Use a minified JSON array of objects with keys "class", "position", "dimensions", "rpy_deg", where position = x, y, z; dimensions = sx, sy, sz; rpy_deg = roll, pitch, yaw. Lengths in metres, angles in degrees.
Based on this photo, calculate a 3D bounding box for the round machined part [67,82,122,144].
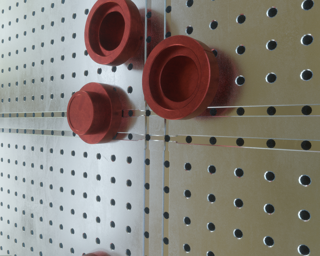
[{"class":"round machined part","position":[-0.109,-0.023,0.485],"dimensions":[0.098,0.042,0.097],"rpy_deg":[0,90,39]}]

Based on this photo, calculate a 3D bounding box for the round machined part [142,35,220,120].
[{"class":"round machined part","position":[0.028,-0.058,0.373],"dimensions":[0.098,0.042,0.097],"rpy_deg":[0,90,39]}]

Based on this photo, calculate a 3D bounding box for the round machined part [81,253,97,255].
[{"class":"round machined part","position":[-0.121,0.257,0.496],"dimensions":[0.098,0.042,0.097],"rpy_deg":[0,90,39]}]

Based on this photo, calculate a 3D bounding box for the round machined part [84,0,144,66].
[{"class":"round machined part","position":[-0.062,-0.138,0.447],"dimensions":[0.098,0.042,0.097],"rpy_deg":[0,90,39]}]
